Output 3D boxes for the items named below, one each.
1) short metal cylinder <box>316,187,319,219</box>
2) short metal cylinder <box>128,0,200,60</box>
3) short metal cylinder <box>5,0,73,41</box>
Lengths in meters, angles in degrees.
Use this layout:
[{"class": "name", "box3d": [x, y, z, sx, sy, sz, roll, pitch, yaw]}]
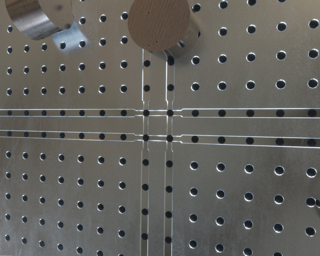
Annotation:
[{"class": "short metal cylinder", "box3d": [0.211, 0.087, 0.325, 0.080, 0.050, 0.079, 0, 90, 20]}, {"class": "short metal cylinder", "box3d": [0.006, -0.132, 0.397, 0.080, 0.050, 0.079, 0, 90, 20]}, {"class": "short metal cylinder", "box3d": [-0.170, -0.172, 0.444, 0.050, 0.080, 0.080, -13, 86, 19]}]
